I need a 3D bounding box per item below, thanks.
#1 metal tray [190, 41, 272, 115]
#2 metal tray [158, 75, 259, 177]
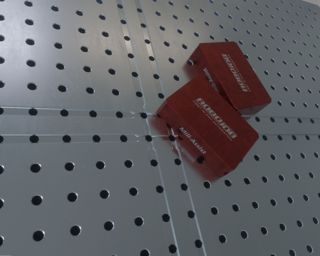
[{"bbox_3d":[0.118,-0.084,0.519,0.091,0.030,0.130,-13,69,-33],"label":"metal tray"},{"bbox_3d":[0.071,-0.006,0.446,0.130,0.030,0.090,46,51,4],"label":"metal tray"}]
